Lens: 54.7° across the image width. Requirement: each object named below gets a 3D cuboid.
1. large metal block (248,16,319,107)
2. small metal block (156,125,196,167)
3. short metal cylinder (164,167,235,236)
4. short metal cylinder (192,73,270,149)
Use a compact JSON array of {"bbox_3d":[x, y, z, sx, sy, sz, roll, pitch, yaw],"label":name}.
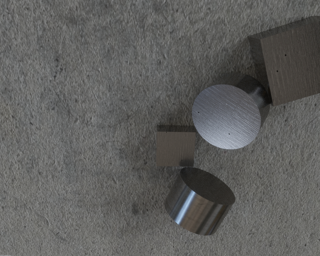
[{"bbox_3d":[0.159,-0.080,0.368,0.080,0.050,0.080,-17,109,6],"label":"large metal block"},{"bbox_3d":[0.020,0.024,0.419,0.050,0.025,0.050,1,110,-1],"label":"small metal block"},{"bbox_3d":[0.053,0.096,0.417,0.080,0.080,0.050,23,109,-8],"label":"short metal cylinder"},{"bbox_3d":[0.086,-0.021,0.372,0.080,0.050,0.079,13,120,25],"label":"short metal cylinder"}]
